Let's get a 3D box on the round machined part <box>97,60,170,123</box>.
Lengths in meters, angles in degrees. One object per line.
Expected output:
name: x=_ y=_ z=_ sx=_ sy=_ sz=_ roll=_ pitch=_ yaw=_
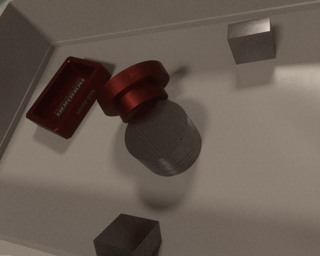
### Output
round machined part: x=-0.029 y=-0.041 z=0.406 sx=0.098 sy=0.098 sz=0.042 roll=-33 pitch=79 yaw=6

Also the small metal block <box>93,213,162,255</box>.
small metal block: x=-0.033 y=0.120 z=0.331 sx=0.050 sy=0.025 sz=0.050 roll=3 pitch=21 yaw=29

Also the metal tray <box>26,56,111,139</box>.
metal tray: x=-0.151 y=-0.054 z=0.512 sx=0.090 sy=0.030 sz=0.130 roll=20 pitch=72 yaw=35

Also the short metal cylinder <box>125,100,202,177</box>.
short metal cylinder: x=0.005 y=0.013 z=0.378 sx=0.080 sy=0.050 sz=0.080 roll=-13 pitch=57 yaw=20

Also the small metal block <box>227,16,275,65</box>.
small metal block: x=0.117 y=-0.110 z=0.395 sx=0.050 sy=0.050 sz=0.025 roll=-5 pitch=60 yaw=25
